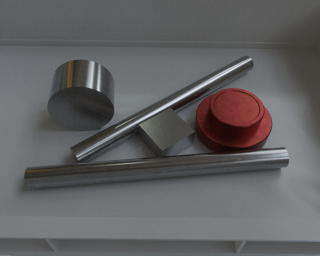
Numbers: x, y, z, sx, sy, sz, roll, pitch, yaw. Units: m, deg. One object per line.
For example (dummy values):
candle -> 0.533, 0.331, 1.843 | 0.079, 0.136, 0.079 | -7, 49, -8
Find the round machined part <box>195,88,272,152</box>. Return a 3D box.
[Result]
round machined part -> 0.097, -0.015, 0.404 | 0.099, 0.042, 0.098 | 0, 50, 0

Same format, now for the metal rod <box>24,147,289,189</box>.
metal rod -> 0.000, 0.046, 0.364 | 0.302, 0.025, 0.025 | -4, 50, -4

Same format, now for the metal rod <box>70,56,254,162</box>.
metal rod -> 0.018, -0.034, 0.432 | 0.302, 0.025, 0.025 | -30, 56, -23

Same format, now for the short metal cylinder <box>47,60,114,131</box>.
short metal cylinder -> -0.100, -0.041, 0.401 | 0.081, 0.080, 0.050 | -4, 50, -4

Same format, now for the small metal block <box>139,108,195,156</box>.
small metal block -> 0.008, 0.008, 0.396 | 0.050, 0.025, 0.050 | -29, 56, -22
